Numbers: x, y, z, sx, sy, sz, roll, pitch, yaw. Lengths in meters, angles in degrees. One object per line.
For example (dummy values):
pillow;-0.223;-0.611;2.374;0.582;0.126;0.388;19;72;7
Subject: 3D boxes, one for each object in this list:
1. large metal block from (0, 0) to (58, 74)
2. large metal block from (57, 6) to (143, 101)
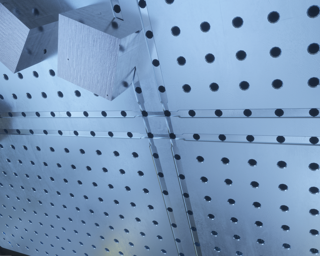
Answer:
large metal block;-0.197;-0.135;0.417;0.080;0.050;0.080;43;129;-1
large metal block;-0.075;-0.092;0.379;0.080;0.050;0.079;25;128;12
